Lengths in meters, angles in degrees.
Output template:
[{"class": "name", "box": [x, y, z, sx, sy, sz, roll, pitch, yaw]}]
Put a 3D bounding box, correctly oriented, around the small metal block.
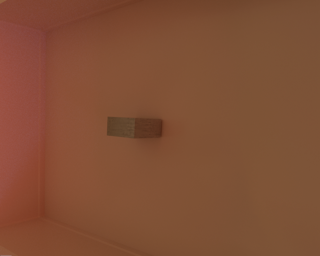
[{"class": "small metal block", "box": [-0.034, -0.001, 0.412, 0.050, 0.050, 0.025, 4, 93, 39]}]
